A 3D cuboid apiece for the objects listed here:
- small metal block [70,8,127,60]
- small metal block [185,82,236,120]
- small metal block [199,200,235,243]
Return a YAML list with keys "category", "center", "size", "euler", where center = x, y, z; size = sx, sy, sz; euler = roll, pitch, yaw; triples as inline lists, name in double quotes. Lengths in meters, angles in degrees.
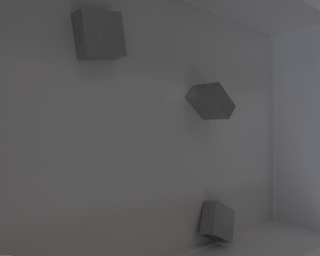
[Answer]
- category: "small metal block"
  center: [-0.068, -0.104, 0.349]
  size: [0.050, 0.025, 0.050]
  euler: [-12, 98, -39]
- category: "small metal block"
  center: [0.073, -0.038, 0.452]
  size: [0.050, 0.050, 0.025]
  euler: [47, 62, -30]
- category: "small metal block"
  center: [0.088, 0.144, 0.473]
  size: [0.050, 0.025, 0.050]
  euler: [34, 55, -35]
